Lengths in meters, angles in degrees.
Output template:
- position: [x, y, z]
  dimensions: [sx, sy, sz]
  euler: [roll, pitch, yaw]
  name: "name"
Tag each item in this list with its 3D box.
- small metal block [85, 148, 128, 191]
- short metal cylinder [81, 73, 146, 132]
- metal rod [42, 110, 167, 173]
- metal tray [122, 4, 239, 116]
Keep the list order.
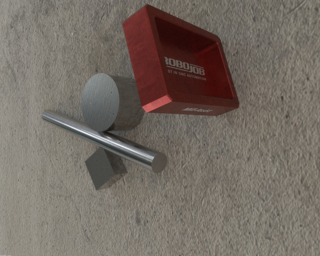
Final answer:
- position: [-0.083, 0.060, 0.471]
  dimensions: [0.050, 0.025, 0.050]
  euler: [-41, 66, 32]
  name: "small metal block"
- position: [-0.067, -0.035, 0.442]
  dimensions: [0.080, 0.050, 0.079]
  euler: [0, 90, 39]
  name: "short metal cylinder"
- position: [-0.103, 0.009, 0.466]
  dimensions: [0.300, 0.025, 0.025]
  euler: [17, 101, 44]
  name: "metal rod"
- position: [0.027, -0.060, 0.313]
  dimensions: [0.030, 0.131, 0.090]
  euler: [-22, 76, 38]
  name: "metal tray"
